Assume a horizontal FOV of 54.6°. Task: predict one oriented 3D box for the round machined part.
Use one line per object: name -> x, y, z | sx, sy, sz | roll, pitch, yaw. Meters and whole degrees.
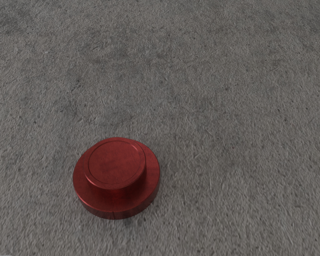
round machined part -> -0.049, 0.049, 0.351 | 0.099, 0.042, 0.098 | 0, 50, 0
